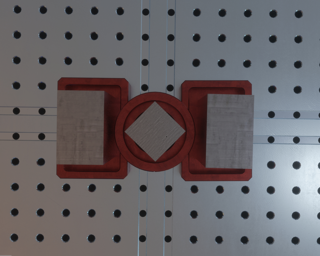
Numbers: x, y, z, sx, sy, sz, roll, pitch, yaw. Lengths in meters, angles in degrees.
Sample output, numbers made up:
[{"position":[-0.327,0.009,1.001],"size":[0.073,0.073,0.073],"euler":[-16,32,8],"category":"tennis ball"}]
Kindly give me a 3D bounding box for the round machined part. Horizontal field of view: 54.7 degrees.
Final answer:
[{"position":[-0.006,0.005,0.396],"size":[0.099,0.042,0.097],"euler":[0,90,0],"category":"round machined part"}]

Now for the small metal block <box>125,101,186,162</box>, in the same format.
[{"position":[-0.006,0.004,0.372],"size":[0.050,0.025,0.050],"euler":[45,90,0],"category":"small metal block"}]

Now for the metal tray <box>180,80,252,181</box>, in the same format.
[{"position":[0.073,0.003,0.410],"size":[0.091,0.030,0.129],"euler":[0,90,0],"category":"metal tray"}]

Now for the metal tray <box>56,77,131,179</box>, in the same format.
[{"position":[-0.086,0.000,0.409],"size":[0.091,0.030,0.129],"euler":[1,90,0],"category":"metal tray"}]

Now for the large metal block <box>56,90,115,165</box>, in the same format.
[{"position":[-0.085,-0.001,0.372],"size":[0.050,0.080,0.080],"euler":[1,90,0],"category":"large metal block"}]

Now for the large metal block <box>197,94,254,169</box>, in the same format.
[{"position":[0.075,0.003,0.373],"size":[0.050,0.080,0.080],"euler":[2,90,0],"category":"large metal block"}]
